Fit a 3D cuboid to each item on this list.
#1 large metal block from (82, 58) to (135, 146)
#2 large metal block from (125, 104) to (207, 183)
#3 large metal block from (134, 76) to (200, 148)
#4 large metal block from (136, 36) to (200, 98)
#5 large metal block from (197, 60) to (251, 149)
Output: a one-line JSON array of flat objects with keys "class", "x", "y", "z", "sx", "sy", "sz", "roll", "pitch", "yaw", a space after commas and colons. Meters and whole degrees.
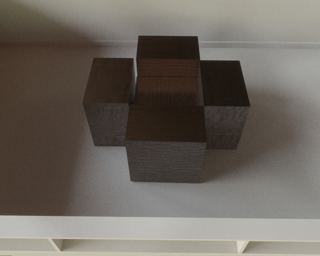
[{"class": "large metal block", "x": -0.059, "y": -0.032, "z": 0.395, "sx": 0.050, "sy": 0.080, "sz": 0.080, "roll": 1, "pitch": 50, "yaw": 1}, {"class": "large metal block", "x": 0.006, "y": 0.020, "z": 0.351, "sx": 0.080, "sy": 0.080, "sz": 0.050, "roll": 1, "pitch": 50, "yaw": 1}, {"class": "large metal block", "x": 0.009, "y": -0.022, "z": 0.404, "sx": 0.080, "sy": 0.050, "sz": 0.080, "roll": 1, "pitch": 50, "yaw": 0}, {"class": "large metal block", "x": 0.011, "y": -0.081, "z": 0.435, "sx": 0.080, "sy": 0.080, "sz": 0.050, "roll": 1, "pitch": 50, "yaw": 0}, {"class": "large metal block", "x": 0.074, "y": -0.029, "z": 0.393, "sx": 0.050, "sy": 0.080, "sz": 0.080, "roll": 1, "pitch": 50, "yaw": 1}]
